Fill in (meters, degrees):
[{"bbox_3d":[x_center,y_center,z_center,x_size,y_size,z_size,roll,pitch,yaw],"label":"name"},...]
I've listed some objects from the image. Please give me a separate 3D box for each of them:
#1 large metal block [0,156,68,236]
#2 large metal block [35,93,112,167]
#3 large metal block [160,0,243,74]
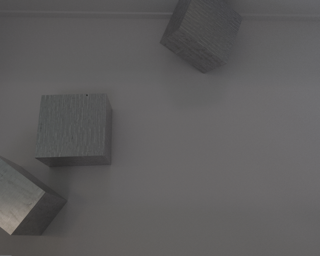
[{"bbox_3d":[-0.163,0.076,0.351,0.080,0.080,0.050,33,73,11],"label":"large metal block"},{"bbox_3d":[-0.105,0.004,0.394,0.081,0.050,0.080,-2,70,-1],"label":"large metal block"},{"bbox_3d":[0.058,-0.135,0.428,0.080,0.050,0.080,30,70,-23],"label":"large metal block"}]
